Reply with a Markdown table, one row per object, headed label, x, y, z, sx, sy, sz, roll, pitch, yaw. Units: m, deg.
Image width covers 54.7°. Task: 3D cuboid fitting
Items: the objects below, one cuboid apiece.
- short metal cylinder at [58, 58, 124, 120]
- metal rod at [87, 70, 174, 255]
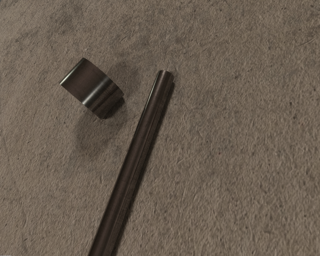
| label | x | y | z | sx | sy | sz | roll | pitch | yaw |
| --- | --- | --- | --- | --- | --- | --- | --- | --- | --- |
| short metal cylinder | -0.100 | -0.057 | 0.454 | 0.050 | 0.080 | 0.080 | -49 | 52 | -6 |
| metal rod | -0.038 | 0.056 | 0.387 | 0.025 | 0.025 | 0.300 | 6 | 64 | 30 |
